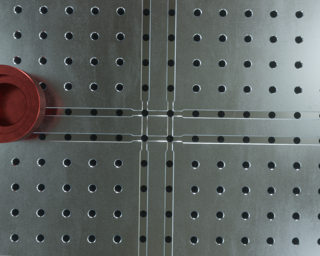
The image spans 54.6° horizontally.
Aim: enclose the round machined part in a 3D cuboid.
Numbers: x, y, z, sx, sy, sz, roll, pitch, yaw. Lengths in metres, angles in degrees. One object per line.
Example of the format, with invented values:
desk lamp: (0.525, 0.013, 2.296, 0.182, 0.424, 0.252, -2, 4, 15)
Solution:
round machined part: (-0.197, -0.030, 0.404, 0.099, 0.042, 0.097, 0, 90, 0)
